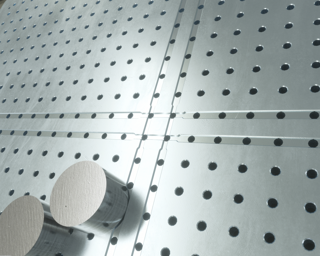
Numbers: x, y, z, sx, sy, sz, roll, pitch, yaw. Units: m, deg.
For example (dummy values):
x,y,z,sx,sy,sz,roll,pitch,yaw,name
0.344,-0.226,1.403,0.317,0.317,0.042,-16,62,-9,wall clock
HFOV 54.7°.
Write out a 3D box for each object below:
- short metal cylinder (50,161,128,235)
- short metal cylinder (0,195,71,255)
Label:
x,y,z,sx,sy,sz,roll,pitch,yaw,name
-0.087,0.087,0.384,0.080,0.050,0.080,-13,56,21,short metal cylinder
-0.163,0.133,0.397,0.080,0.050,0.080,-13,56,21,short metal cylinder
